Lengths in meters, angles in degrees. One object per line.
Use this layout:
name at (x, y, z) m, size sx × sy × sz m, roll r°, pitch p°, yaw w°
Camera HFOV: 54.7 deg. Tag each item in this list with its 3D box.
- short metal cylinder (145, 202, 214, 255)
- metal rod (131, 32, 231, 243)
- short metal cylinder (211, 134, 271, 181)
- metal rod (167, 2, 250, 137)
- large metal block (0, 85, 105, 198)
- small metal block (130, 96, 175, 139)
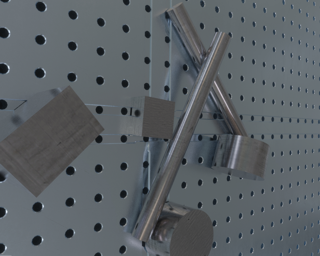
short metal cylinder at (0.026, 0.145, 0.415) m, size 0.081 × 0.050 × 0.079 m, roll -1°, pitch 91°, yaw -41°
metal rod at (0.033, 0.004, 0.418) m, size 0.025 × 0.025 × 0.299 m, roll 31°, pitch 76°, yaw -36°
short metal cylinder at (0.125, 0.046, 0.479) m, size 0.080 × 0.080 × 0.050 m, roll 25°, pitch 74°, yaw -37°
metal rod at (0.094, -0.052, 0.488) m, size 0.025 × 0.025 × 0.299 m, roll -48°, pitch 119°, yaw -29°
large metal block at (-0.112, 0.009, 0.280) m, size 0.080 × 0.080 × 0.050 m, roll -49°, pitch 119°, yaw -29°
small metal block at (-0.009, -0.012, 0.402) m, size 0.050 × 0.025 × 0.050 m, roll 7°, pitch 85°, yaw -40°
